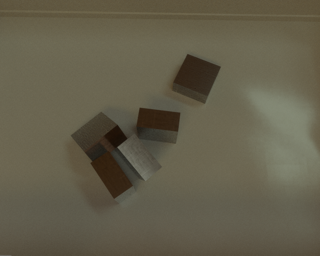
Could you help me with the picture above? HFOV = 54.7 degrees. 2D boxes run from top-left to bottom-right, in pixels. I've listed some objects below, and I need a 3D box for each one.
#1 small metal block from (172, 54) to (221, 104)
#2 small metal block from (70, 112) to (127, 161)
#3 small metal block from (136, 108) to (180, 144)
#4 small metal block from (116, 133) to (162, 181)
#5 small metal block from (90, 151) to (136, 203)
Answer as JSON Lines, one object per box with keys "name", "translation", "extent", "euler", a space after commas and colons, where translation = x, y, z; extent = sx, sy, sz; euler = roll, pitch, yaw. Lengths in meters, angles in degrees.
{"name": "small metal block", "translation": [0.051, -0.069, 0.436], "extent": [0.050, 0.025, 0.050], "euler": [23, 71, 8]}
{"name": "small metal block", "translation": [-0.078, 0.012, 0.391], "extent": [0.050, 0.025, 0.050], "euler": [-40, 38, -13]}
{"name": "small metal block", "translation": [-0.002, -0.002, 0.397], "extent": [0.050, 0.050, 0.025], "euler": [7, 70, 2]}
{"name": "small metal block", "translation": [-0.028, 0.036, 0.376], "extent": [0.025, 0.050, 0.050], "euler": [-40, 93, -13]}
{"name": "small metal block", "translation": [-0.055, 0.061, 0.374], "extent": [0.025, 0.050, 0.050], "euler": [-34, 74, -12]}
